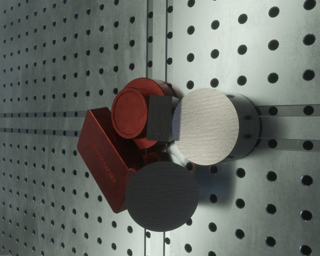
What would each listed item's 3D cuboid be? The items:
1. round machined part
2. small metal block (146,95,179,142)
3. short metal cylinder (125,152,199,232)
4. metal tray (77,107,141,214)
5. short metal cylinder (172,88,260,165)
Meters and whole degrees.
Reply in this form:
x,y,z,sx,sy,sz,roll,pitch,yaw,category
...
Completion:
x,y,z,sx,sy,sz,roll,pitch,yaw,category
-0.028,-0.019,0.415,0.098,0.042,0.097,0,90,40,round machined part
0.004,-0.011,0.360,0.025,0.050,0.050,5,93,12,small metal block
0.000,0.072,0.360,0.050,0.081,0.079,-132,49,-80,short metal cylinder
-0.071,0.044,0.445,0.130,0.030,0.089,53,136,26,metal tray
0.060,-0.002,0.339,0.080,0.050,0.079,0,90,40,short metal cylinder
